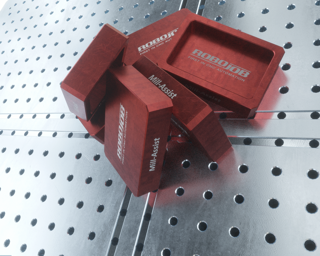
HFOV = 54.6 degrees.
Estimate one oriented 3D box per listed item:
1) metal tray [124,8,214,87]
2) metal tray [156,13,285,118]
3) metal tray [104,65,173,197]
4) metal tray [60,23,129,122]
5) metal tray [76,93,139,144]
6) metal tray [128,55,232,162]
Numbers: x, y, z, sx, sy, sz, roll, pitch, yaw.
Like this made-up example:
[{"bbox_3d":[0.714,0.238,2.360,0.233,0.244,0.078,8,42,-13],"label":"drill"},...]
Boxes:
[{"bbox_3d":[0.007,-0.116,0.450,0.131,0.030,0.090,-29,54,-8],"label":"metal tray"},{"bbox_3d":[0.073,-0.080,0.385,0.130,0.030,0.090,27,75,14],"label":"metal tray"},{"bbox_3d":[-0.031,0.005,0.361,0.030,0.129,0.090,-16,43,-30],"label":"metal tray"},{"bbox_3d":[-0.081,-0.063,0.393,0.030,0.130,0.090,33,76,-5],"label":"metal tray"},{"bbox_3d":[-0.066,-0.050,0.471,0.130,0.030,0.090,-43,52,-2],"label":"metal tray"},{"bbox_3d":[0.021,-0.024,0.370,0.030,0.090,0.130,-44,51,-2],"label":"metal tray"}]
